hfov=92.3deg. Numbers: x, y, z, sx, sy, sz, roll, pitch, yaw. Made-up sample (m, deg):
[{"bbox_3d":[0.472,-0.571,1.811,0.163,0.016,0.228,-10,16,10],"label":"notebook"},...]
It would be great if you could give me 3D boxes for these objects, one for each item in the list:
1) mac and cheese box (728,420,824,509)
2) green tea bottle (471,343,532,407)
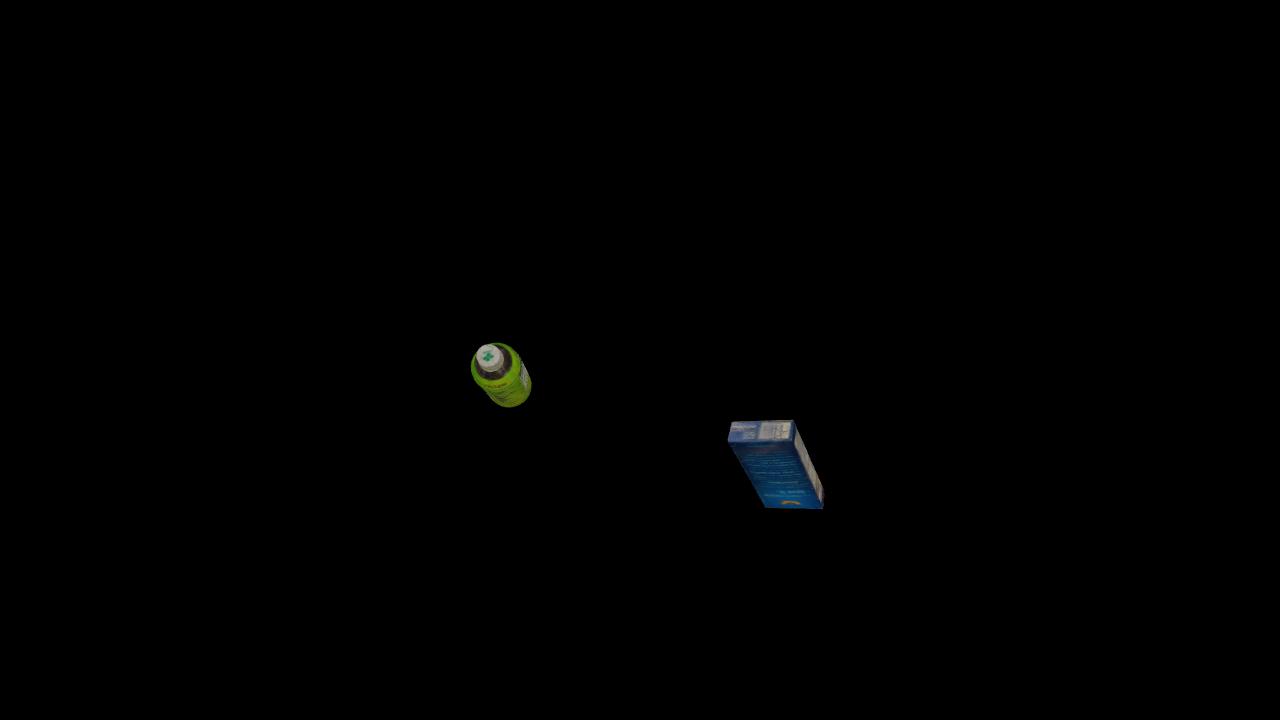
[{"bbox_3d":[0.203,0.157,0.901,0.093,0.041,0.184,-7,-44,27],"label":"mac and cheese box"},{"bbox_3d":[-0.199,0.018,0.880,0.073,0.073,0.212,0,-16,-5],"label":"green tea bottle"}]
